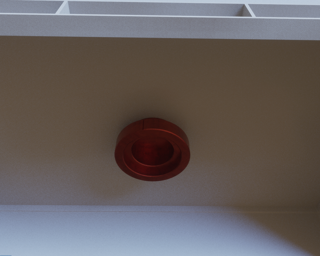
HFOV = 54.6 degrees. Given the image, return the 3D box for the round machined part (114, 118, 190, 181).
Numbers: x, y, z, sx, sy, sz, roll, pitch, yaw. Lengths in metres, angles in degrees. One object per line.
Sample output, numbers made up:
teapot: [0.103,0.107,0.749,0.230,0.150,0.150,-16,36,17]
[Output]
round machined part: [-0.010,0.024,0.418,0.099,0.042,0.097,0,130,0]
